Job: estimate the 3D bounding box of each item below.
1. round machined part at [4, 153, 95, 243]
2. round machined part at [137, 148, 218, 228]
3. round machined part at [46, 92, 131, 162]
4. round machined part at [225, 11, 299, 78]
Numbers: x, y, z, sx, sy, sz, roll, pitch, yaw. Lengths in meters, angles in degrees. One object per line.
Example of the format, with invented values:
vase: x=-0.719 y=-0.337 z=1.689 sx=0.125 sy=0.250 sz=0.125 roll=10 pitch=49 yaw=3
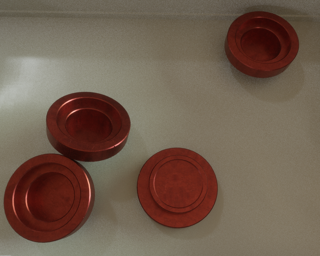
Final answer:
round machined part: x=-0.125 y=0.081 z=0.366 sx=0.099 sy=0.042 sz=0.098 roll=-1 pitch=76 yaw=3
round machined part: x=0.021 y=0.070 z=0.375 sx=0.099 sy=0.042 sz=0.098 roll=0 pitch=70 yaw=-1
round machined part: x=-0.089 y=0.003 z=0.385 sx=0.099 sy=0.042 sz=0.098 roll=10 pitch=46 yaw=-10
round machined part: x=0.142 y=-0.114 z=0.444 sx=0.099 sy=0.042 sz=0.098 roll=0 pitch=70 yaw=-1
